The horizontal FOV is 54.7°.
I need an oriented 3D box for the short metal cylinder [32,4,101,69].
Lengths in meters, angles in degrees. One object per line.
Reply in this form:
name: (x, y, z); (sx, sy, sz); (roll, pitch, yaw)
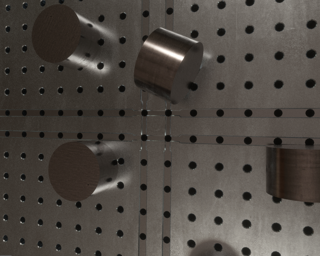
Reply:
short metal cylinder: (-0.134, -0.129, 0.445); (0.080, 0.050, 0.079); (0, 90, 19)

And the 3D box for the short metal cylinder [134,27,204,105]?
short metal cylinder: (0.012, -0.075, 0.379); (0.050, 0.080, 0.080); (27, 99, 17)

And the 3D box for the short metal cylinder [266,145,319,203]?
short metal cylinder: (0.155, 0.045, 0.329); (0.080, 0.080, 0.050); (0, 90, 19)

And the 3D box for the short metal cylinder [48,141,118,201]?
short metal cylinder: (-0.107, 0.058, 0.436); (0.080, 0.050, 0.079); (0, 90, 19)
